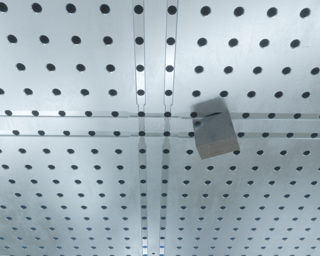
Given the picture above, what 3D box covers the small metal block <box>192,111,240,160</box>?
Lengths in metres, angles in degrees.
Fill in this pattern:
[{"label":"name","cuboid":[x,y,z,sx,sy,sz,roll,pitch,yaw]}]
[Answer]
[{"label":"small metal block","cuboid":[0.072,0.009,0.404,0.050,0.050,0.025,-17,128,13]}]
